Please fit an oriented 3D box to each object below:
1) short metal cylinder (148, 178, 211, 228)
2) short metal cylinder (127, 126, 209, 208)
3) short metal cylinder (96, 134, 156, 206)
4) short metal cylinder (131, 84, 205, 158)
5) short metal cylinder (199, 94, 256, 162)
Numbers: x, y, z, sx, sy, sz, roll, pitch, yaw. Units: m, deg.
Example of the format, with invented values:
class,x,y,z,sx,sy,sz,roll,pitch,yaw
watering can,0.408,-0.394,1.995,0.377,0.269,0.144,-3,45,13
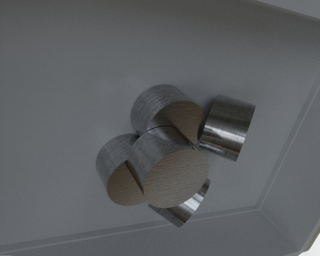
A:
class,x,y,z,sx,sy,sz,roll,pitch,yaw
short metal cylinder,0.027,0.091,0.435,0.050,0.080,0.080,35,101,2
short metal cylinder,0.009,0.045,0.358,0.081,0.050,0.079,-14,125,-21
short metal cylinder,-0.038,0.055,0.406,0.081,0.050,0.079,-14,125,-21
short metal cylinder,0.010,-0.009,0.391,0.081,0.050,0.079,-14,125,-21
short metal cylinder,0.090,0.000,0.415,0.080,0.050,0.080,18,91,-77
